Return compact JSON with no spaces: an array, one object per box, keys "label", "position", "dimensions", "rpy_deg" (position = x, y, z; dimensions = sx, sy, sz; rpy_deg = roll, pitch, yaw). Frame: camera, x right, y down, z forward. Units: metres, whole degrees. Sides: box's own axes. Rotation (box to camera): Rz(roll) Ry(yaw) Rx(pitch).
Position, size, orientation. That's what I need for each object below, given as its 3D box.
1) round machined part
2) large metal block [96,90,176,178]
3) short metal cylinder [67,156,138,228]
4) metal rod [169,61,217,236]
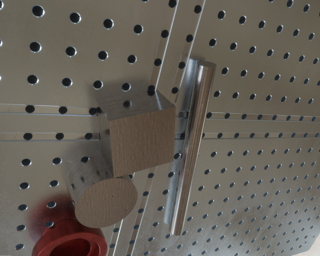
[{"label":"round machined part","position":[-0.128,0.168,0.435],"dimensions":[0.099,0.042,0.097],"rpy_deg":[-14,125,-21]},{"label":"large metal block","position":[-0.029,0.006,0.384],"dimensions":[0.081,0.050,0.079],"rpy_deg":[-13,124,-22]},{"label":"short metal cylinder","position":[-0.076,0.083,0.406],"dimensions":[0.081,0.050,0.079],"rpy_deg":[-14,125,-21]},{"label":"metal rod","position":[0.044,0.048,0.466],"dimensions":[0.025,0.025,0.298],"rpy_deg":[-8,122,-25]}]
